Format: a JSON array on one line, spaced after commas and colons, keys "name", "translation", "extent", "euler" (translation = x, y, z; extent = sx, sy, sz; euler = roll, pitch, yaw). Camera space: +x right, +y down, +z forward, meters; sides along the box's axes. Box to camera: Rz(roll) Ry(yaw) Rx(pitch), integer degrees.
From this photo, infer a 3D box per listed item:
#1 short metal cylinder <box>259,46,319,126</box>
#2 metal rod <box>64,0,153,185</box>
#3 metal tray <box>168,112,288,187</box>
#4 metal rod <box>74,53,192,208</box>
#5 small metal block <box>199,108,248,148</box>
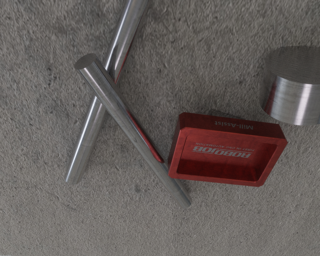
[{"name": "short metal cylinder", "translation": [0.151, -0.047, 0.332], "extent": [0.080, 0.080, 0.050], "euler": [-3, 130, 2]}, {"name": "metal rod", "translation": [-0.074, -0.029, 0.381], "extent": [0.025, 0.025, 0.298], "euler": [18, 128, -15]}, {"name": "metal tray", "translation": [0.081, 0.031, 0.397], "extent": [0.131, 0.030, 0.089], "euler": [7, 130, -6]}, {"name": "metal rod", "translation": [-0.017, 0.027, 0.410], "extent": [0.025, 0.025, 0.299], "euler": [-18, 134, 14]}, {"name": "small metal block", "translation": [0.081, 0.007, 0.414], "extent": [0.050, 0.025, 0.050], "euler": [16, 128, -13]}]
